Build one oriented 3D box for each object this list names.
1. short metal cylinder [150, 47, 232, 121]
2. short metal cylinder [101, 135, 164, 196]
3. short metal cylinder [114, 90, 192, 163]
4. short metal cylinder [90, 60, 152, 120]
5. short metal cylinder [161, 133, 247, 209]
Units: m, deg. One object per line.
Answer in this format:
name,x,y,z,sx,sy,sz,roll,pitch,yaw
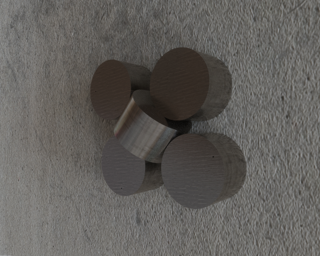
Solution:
short metal cylinder,0.035,-0.048,0.357,0.080,0.050,0.079,0,90,39
short metal cylinder,-0.032,0.046,0.413,0.080,0.050,0.079,0,90,39
short metal cylinder,-0.009,-0.003,0.376,0.080,0.081,0.050,47,118,29
short metal cylinder,-0.051,-0.051,0.429,0.080,0.050,0.079,0,90,39
short metal cylinder,0.048,0.046,0.347,0.080,0.050,0.079,0,90,39
